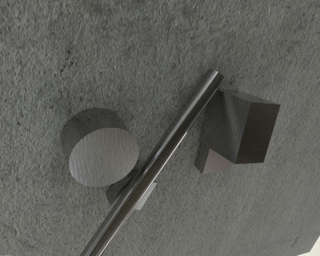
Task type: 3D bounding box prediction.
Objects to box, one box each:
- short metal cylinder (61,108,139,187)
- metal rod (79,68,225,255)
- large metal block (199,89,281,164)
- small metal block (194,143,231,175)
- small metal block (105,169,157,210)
[{"bbox_3d":[-0.072,0.022,0.367,0.081,0.050,0.079,-14,125,-21],"label":"short metal cylinder"},{"bbox_3d":[-0.010,0.052,0.407,0.025,0.025,0.299,35,90,-39],"label":"metal rod"},{"bbox_3d":[0.104,-0.005,0.419,0.050,0.080,0.079,2,108,-30],"label":"large metal block"},{"bbox_3d":[0.086,0.042,0.482,0.050,0.025,0.050,-4,121,-27],"label":"small metal block"},{"bbox_3d":[-0.041,0.086,0.439,0.050,0.025,0.050,20,108,-36],"label":"small metal block"}]
